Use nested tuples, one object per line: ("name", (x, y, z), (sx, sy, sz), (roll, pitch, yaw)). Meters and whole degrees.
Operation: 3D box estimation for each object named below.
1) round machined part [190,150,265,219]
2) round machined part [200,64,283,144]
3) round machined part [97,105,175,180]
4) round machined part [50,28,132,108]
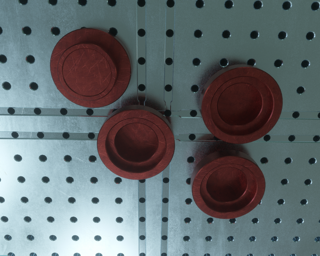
("round machined part", (0.092, 0.074, 0.433), (0.099, 0.042, 0.097), (0, 110, -1))
("round machined part", (0.099, -0.032, 0.394), (0.099, 0.042, 0.097), (0, 110, -1))
("round machined part", (-0.030, 0.016, 0.410), (0.099, 0.042, 0.097), (0, 110, -1))
("round machined part", (-0.084, -0.071, 0.377), (0.099, 0.042, 0.097), (0, 110, -1))
